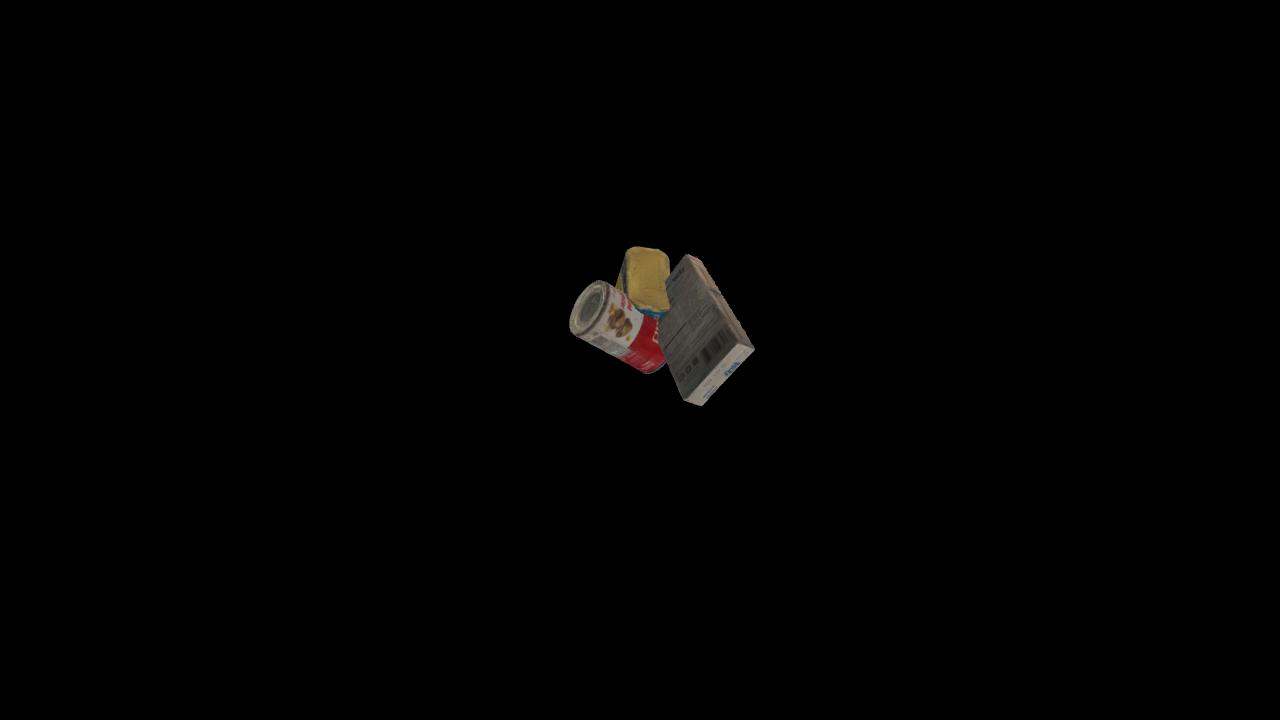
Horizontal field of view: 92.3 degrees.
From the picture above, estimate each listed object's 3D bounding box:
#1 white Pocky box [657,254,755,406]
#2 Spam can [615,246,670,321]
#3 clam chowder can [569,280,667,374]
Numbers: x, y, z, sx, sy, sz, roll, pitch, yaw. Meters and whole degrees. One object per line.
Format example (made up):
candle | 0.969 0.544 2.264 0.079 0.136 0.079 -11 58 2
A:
white Pocky box | 0.055 -0.034 0.633 0.028 0.084 0.154 21 31 -33
Spam can | 0.000 -0.067 0.707 0.058 0.101 0.085 7 -40 -12
clam chowder can | -0.018 -0.035 0.673 0.102 0.068 0.068 28 -15 -31
